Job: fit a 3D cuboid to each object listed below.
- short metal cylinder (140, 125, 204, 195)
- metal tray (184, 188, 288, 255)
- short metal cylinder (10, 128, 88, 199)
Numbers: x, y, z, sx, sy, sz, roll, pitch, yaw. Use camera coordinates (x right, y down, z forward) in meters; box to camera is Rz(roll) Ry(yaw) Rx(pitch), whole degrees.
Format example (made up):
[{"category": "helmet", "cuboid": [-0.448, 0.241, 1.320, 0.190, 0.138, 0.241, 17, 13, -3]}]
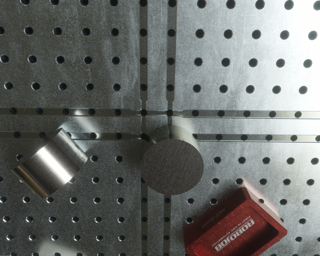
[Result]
[{"category": "short metal cylinder", "cuboid": [0.015, 0.042, 0.416, 0.081, 0.050, 0.079, 0, 110, 0]}, {"category": "metal tray", "cuboid": [0.112, 0.163, 0.471, 0.090, 0.030, 0.130, 42, 105, -14]}, {"category": "short metal cylinder", "cuboid": [-0.141, 0.044, 0.399, 0.080, 0.080, 0.050, -34, 107, 11]}]
